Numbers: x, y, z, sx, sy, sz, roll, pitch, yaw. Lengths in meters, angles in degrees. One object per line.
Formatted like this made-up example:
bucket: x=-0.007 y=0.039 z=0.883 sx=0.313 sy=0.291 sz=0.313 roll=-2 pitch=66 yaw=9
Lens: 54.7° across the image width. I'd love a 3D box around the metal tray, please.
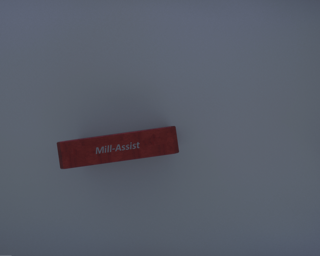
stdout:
metal tray: x=-0.046 y=0.021 z=0.378 sx=0.131 sy=0.090 sz=0.030 roll=-8 pitch=90 yaw=-1
